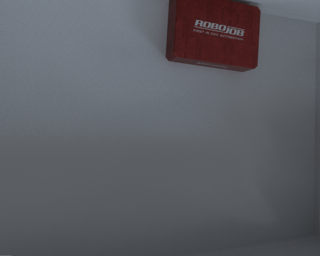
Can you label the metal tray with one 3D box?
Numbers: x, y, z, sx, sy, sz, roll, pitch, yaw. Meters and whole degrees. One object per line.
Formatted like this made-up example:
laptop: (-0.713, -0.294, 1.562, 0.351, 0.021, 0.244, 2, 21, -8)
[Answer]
metal tray: (0.076, -0.133, 0.436, 0.131, 0.030, 0.089, 4, 89, -20)
